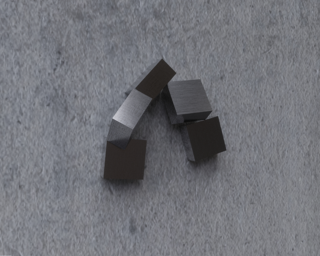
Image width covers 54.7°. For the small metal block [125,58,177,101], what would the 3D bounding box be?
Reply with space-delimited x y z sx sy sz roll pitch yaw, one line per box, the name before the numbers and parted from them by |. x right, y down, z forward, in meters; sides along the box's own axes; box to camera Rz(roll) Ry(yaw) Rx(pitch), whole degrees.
small metal block | -0.013 -0.057 0.392 0.025 0.050 0.050 44 76 -15

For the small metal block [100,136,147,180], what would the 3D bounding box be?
small metal block | -0.047 0.038 0.393 0.050 0.025 0.050 6 88 -20

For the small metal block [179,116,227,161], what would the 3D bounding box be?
small metal block | 0.059 0.014 0.432 0.050 0.025 0.050 -17 96 -20

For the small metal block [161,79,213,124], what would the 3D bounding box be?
small metal block | 0.035 -0.036 0.412 0.050 0.025 0.050 -8 65 -20

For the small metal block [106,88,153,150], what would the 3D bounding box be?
small metal block | -0.036 -0.010 0.365 0.025 0.050 0.050 29 55 0
